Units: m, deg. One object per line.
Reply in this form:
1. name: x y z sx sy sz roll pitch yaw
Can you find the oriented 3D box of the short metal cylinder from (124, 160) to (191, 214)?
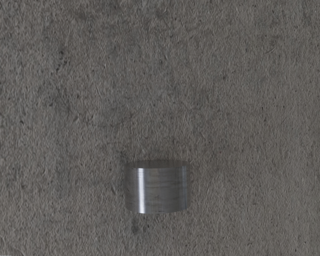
1. short metal cylinder: -0.003 0.068 0.379 0.081 0.080 0.050 -2 91 -20
